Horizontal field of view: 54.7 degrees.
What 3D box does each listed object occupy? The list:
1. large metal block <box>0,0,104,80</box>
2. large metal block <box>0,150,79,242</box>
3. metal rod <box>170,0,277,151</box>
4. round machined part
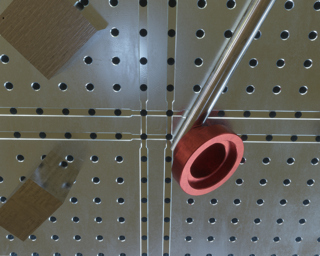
[{"bbox_3d":[-0.124,-0.116,0.356,0.080,0.050,0.080,-41,105,13],"label":"large metal block"},{"bbox_3d":[-0.163,0.088,0.415,0.050,0.080,0.080,43,105,-14],"label":"large metal block"},{"bbox_3d":[0.091,-0.094,0.379,0.025,0.025,0.298,25,108,-9],"label":"metal rod"},{"bbox_3d":[0.057,0.037,0.403,0.099,0.042,0.097,-18,130,-23],"label":"round machined part"}]
